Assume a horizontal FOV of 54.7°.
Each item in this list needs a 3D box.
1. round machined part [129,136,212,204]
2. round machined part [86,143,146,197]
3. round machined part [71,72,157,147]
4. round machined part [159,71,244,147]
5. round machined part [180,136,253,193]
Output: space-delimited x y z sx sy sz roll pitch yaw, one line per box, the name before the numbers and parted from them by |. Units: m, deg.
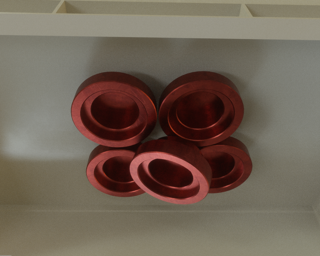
round machined part | 0.016 0.048 0.381 0.098 0.042 0.097 13 137 13
round machined part | -0.052 0.051 0.439 0.099 0.042 0.097 -1 130 0
round machined part | -0.053 -0.026 0.373 0.099 0.042 0.097 -1 130 0
round machined part | 0.047 -0.026 0.374 0.099 0.042 0.097 -1 130 0
round machined part | 0.076 0.045 0.435 0.099 0.042 0.097 -1 130 0
